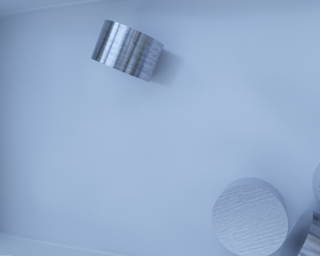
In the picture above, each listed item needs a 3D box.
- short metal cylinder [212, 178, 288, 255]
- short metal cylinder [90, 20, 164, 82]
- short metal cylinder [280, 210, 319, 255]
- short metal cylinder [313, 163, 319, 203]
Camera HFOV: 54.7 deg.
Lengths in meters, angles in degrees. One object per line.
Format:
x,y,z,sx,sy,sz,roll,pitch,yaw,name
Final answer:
0.105,0.101,0.360,0.080,0.050,0.080,0,90,20,short metal cylinder
-0.041,-0.097,0.396,0.080,0.080,0.050,25,99,18,short metal cylinder
0.164,0.134,0.323,0.050,0.080,0.080,28,99,18,short metal cylinder
0.207,0.064,0.324,0.080,0.050,0.080,0,90,20,short metal cylinder
